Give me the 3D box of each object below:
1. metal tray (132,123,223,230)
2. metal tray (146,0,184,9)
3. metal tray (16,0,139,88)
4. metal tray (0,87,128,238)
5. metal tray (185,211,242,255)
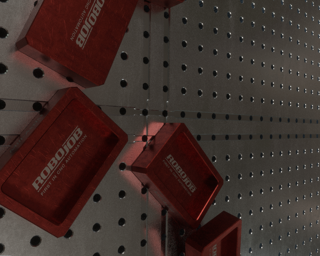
[{"bbox_3d":[0.030,0.067,0.433,0.090,0.030,0.130,-52,121,-27],"label":"metal tray"},{"bbox_3d":[-0.008,-0.234,0.400,0.091,0.030,0.129,2,89,-40],"label":"metal tray"},{"bbox_3d":[-0.083,-0.120,0.337,0.090,0.030,0.130,30,71,-36],"label":"metal tray"},{"bbox_3d":[-0.102,0.033,0.321,0.090,0.030,0.130,47,62,-30],"label":"metal tray"},{"bbox_3d":[0.080,0.199,0.456,0.091,0.030,0.129,-21,118,-38],"label":"metal tray"}]
